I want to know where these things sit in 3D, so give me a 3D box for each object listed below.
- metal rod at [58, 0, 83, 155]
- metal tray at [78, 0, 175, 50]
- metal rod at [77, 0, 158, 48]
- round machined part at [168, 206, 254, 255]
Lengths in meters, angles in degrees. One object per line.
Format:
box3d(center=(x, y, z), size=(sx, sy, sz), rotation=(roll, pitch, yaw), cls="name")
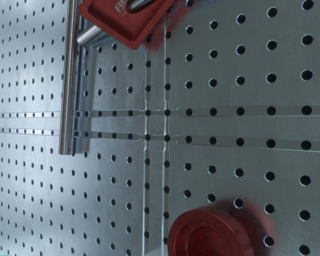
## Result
box3d(center=(-0.152, -0.103, 0.531), size=(0.025, 0.025, 0.298), rotation=(8, 95, 39), cls="metal rod")
box3d(center=(-0.031, -0.175, 0.391), size=(0.129, 0.090, 0.030), rotation=(-45, 26, 30), cls="metal tray")
box3d(center=(-0.025, -0.167, 0.402), size=(0.299, 0.025, 0.025), rotation=(-13, 82, 46), cls="metal rod")
box3d(center=(0.060, 0.137, 0.348), size=(0.098, 0.042, 0.097), rotation=(0, 90, 39), cls="round machined part")
